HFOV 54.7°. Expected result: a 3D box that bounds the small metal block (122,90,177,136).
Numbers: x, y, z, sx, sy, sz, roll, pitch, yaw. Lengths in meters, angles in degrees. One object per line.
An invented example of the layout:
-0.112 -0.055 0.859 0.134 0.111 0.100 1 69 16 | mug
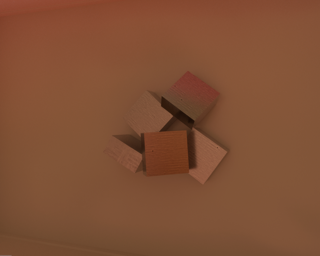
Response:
-0.013 -0.014 0.411 0.050 0.025 0.050 45 104 14 | small metal block

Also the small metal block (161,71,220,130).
0.037 -0.035 0.383 0.050 0.025 0.050 39 69 15 | small metal block

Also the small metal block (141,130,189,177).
0.005 0.029 0.368 0.050 0.025 0.050 -3 89 -13 | small metal block

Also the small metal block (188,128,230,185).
0.051 0.034 0.390 0.050 0.025 0.050 37 101 16 | small metal block

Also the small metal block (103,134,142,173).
-0.037 0.032 0.407 0.050 0.050 0.025 31 100 17 | small metal block
